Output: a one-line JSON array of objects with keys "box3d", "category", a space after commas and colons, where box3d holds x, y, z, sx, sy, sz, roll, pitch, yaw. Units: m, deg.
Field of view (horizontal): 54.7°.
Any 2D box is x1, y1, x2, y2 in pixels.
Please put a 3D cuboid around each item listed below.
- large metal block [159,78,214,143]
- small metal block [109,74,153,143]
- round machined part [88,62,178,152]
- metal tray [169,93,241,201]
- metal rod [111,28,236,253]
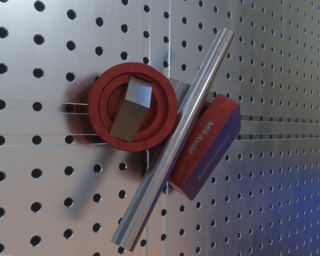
[{"box3d": [0.022, -0.015, 0.413, 0.081, 0.050, 0.080, 12, 83, -40], "category": "large metal block"}, {"box3d": [-0.031, -0.022, 0.332, 0.025, 0.050, 0.050, 21, 37, -13], "category": "small metal block"}, {"box3d": [-0.033, -0.023, 0.355, 0.099, 0.042, 0.097, -1, 93, -15], "category": "round machined part"}, {"box3d": [0.061, 0.029, 0.415, 0.130, 0.030, 0.090, -53, 154, -11], "category": "metal tray"}, {"box3d": [0.026, -0.003, 0.368, 0.025, 0.025, 0.300, 42, 64, -32], "category": "metal rod"}]
